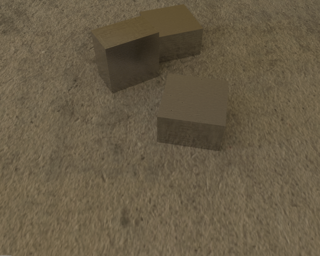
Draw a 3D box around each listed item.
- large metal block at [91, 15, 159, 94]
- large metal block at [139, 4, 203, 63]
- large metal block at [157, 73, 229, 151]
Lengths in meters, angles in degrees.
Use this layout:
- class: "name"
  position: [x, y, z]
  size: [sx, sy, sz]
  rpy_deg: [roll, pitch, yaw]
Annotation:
- class: "large metal block"
  position: [-0.049, -0.108, 0.458]
  size: [0.081, 0.080, 0.050]
  rpy_deg: [-24, 54, -19]
- class: "large metal block"
  position: [0.017, -0.160, 0.521]
  size: [0.081, 0.050, 0.080]
  rpy_deg: [-15, 52, -13]
- class: "large metal block"
  position: [0.043, -0.022, 0.406]
  size: [0.080, 0.050, 0.080]
  rpy_deg: [8, 50, 6]
